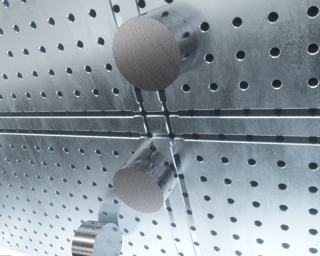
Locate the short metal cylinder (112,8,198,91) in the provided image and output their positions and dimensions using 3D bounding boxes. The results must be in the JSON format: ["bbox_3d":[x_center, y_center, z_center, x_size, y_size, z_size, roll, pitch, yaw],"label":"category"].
[{"bbox_3d":[-0.005,-0.087,0.344,0.080,0.050,0.079,13,124,21],"label":"short metal cylinder"}]

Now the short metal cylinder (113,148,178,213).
[{"bbox_3d":[-0.021,0.077,0.454,0.080,0.050,0.079,13,124,21],"label":"short metal cylinder"}]

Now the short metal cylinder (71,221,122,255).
[{"bbox_3d":[-0.114,0.214,0.568,0.050,0.080,0.080,-5,116,30],"label":"short metal cylinder"}]
